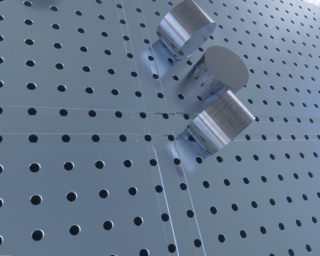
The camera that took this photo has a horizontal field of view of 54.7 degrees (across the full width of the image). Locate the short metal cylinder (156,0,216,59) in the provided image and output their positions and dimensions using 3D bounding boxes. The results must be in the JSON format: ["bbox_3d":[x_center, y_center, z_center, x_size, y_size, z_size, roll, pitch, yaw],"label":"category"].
[{"bbox_3d":[0.041,-0.154,0.489,0.081,0.080,0.050,-33,81,-38],"label":"short metal cylinder"}]

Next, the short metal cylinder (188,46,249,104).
[{"bbox_3d":[0.093,-0.083,0.492,0.081,0.050,0.080,13,56,-21],"label":"short metal cylinder"}]

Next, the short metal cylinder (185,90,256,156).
[{"bbox_3d":[0.081,-0.006,0.420,0.050,0.080,0.081,49,51,6],"label":"short metal cylinder"}]
